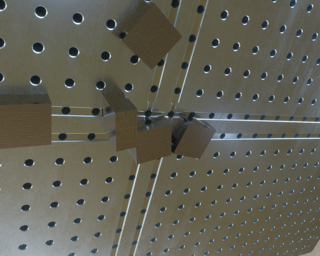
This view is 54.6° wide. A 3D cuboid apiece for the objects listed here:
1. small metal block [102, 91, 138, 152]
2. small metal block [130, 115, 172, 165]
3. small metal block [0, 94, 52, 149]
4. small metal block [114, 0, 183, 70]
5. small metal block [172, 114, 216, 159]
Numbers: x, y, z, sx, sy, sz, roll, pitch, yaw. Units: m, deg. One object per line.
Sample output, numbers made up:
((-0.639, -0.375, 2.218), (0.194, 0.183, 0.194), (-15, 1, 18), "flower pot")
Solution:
((-0.047, -0.009, 0.363), (0.025, 0.050, 0.050), (-11, 123, -23), "small metal block")
((-0.013, 0.016, 0.413), (0.050, 0.025, 0.050), (-14, 124, -21), "small metal block")
((-0.143, -0.008, 0.328), (0.050, 0.025, 0.050), (-4, 120, -26), "small metal block")
((-0.012, -0.102, 0.341), (0.050, 0.025, 0.050), (-47, 129, 5), "small metal block")
((0.044, 0.013, 0.443), (0.050, 0.025, 0.050), (15, 111, -34), "small metal block")
